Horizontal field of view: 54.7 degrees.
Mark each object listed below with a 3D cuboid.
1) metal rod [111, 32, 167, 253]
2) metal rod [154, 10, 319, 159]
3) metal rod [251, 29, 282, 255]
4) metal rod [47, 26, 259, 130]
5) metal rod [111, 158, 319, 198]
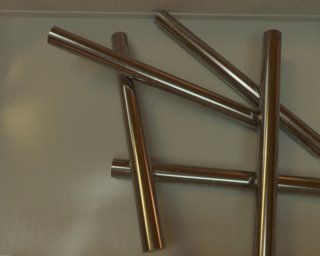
[{"bbox_3d":[-0.033,-0.003,0.390,0.025,0.025,0.299,-10,63,-4],"label":"metal rod"},{"bbox_3d":[0.107,-0.069,0.436,0.300,0.025,0.025,43,75,13],"label":"metal rod"},{"bbox_3d":[0.133,0.010,0.379,0.025,0.025,0.299,9,70,3],"label":"metal rod"},{"bbox_3d":[0.002,-0.062,0.404,0.301,0.025,0.025,22,71,-4],"label":"metal rod"},{"bbox_3d":[0.091,0.064,0.387,0.302,0.025,0.025,5,70,1],"label":"metal rod"}]
